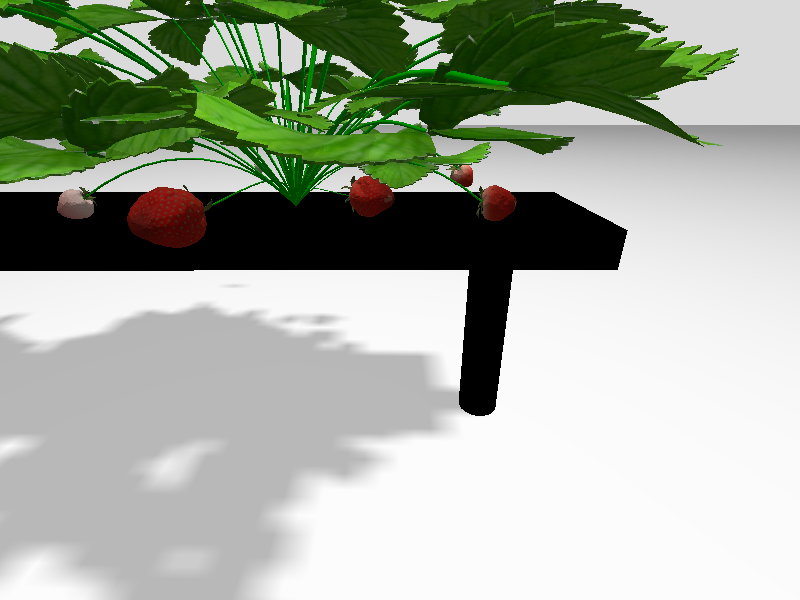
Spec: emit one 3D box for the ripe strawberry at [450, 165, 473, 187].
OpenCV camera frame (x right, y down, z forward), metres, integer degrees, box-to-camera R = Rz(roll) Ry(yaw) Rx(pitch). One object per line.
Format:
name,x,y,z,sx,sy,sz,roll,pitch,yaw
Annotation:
ripe strawberry,0.067,-0.130,0.423,0.026,0.022,0.026,38,0,-38

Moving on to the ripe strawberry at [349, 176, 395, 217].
ripe strawberry,-0.020,-0.076,0.298,0.031,0.031,0.034,17,30,30

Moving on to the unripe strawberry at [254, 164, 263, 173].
unripe strawberry,-0.166,-0.156,0.474,0.011,0.011,0.010,-13,28,-25

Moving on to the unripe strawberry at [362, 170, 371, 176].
unripe strawberry,-0.035,-0.166,0.496,0.028,0.025,0.025,8,7,16

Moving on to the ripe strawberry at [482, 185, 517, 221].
ripe strawberry,0.071,-0.069,0.289,0.024,0.026,0.022,9,27,18

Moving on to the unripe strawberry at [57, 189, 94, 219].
unripe strawberry,-0.243,-0.070,0.299,0.022,0.022,0.021,-33,31,-2

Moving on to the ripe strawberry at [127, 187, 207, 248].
ripe strawberry,-0.132,-0.045,0.225,0.039,0.035,0.036,8,27,16
